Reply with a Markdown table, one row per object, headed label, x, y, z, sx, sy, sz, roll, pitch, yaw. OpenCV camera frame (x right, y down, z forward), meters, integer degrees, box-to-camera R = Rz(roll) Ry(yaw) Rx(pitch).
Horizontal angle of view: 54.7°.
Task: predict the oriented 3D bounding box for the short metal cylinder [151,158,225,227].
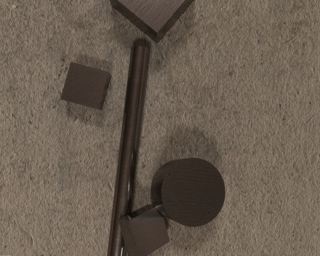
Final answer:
| label | x | y | z | sx | sy | sz | roll | pitch | yaw |
| --- | --- | --- | --- | --- | --- | --- | --- | --- | --- |
| short metal cylinder | 0.034 | 0.078 | 0.387 | 0.081 | 0.050 | 0.080 | 2 | 81 | -16 |

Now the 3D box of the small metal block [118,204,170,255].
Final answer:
| label | x | y | z | sx | sy | sz | roll | pitch | yaw |
| --- | --- | --- | --- | --- | --- | --- | --- | --- | --- |
| small metal block | -0.020 | 0.131 | 0.397 | 0.050 | 0.025 | 0.050 | -16 | 90 | -41 |

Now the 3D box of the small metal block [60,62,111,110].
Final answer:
| label | x | y | z | sx | sy | sz | roll | pitch | yaw |
| --- | --- | --- | --- | --- | --- | --- | --- | --- | --- |
| small metal block | -0.097 | -0.054 | 0.409 | 0.050 | 0.025 | 0.050 | 15 | 90 | -1 |

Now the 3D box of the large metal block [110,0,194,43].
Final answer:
| label | x | y | z | sx | sy | sz | roll | pitch | yaw |
| --- | --- | --- | --- | --- | --- | --- | --- | --- | --- |
| large metal block | -0.009 | -0.171 | 0.397 | 0.080 | 0.050 | 0.080 | 40 | 90 | -1 |

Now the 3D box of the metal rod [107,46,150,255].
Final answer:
| label | x | y | z | sx | sy | sz | roll | pitch | yaw |
| --- | --- | --- | --- | --- | --- | --- | --- | --- | --- |
| metal rod | -0.043 | 0.043 | 0.409 | 0.025 | 0.025 | 0.298 | 7 | 90 | -1 |
